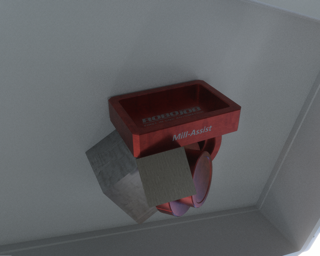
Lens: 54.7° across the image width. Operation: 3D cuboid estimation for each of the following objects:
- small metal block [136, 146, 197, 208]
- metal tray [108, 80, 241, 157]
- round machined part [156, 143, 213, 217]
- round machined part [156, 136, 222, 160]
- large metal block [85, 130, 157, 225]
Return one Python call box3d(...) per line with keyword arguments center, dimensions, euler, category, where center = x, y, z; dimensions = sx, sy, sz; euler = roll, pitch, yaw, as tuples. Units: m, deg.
box3d(center=(0.006, 0.050, 0.322), dimensions=(0.050, 0.025, 0.050), euler=(-15, 87, -5), category="small metal block")
box3d(center=(0.016, -0.017, 0.364), dimensions=(0.131, 0.090, 0.030), euler=(-14, 125, -21), category="metal tray")
box3d(center=(0.033, 0.059, 0.377), dimensions=(0.099, 0.042, 0.097), euler=(-21, 114, -59), category="round machined part")
box3d(center=(0.033, 0.018, 0.428), dimensions=(0.099, 0.042, 0.097), euler=(-14, 125, -21), category="round machined part")
box3d(center=(-0.040, 0.060, 0.388), dimensions=(0.050, 0.080, 0.080), euler=(-38, 130, -3), category="large metal block")
